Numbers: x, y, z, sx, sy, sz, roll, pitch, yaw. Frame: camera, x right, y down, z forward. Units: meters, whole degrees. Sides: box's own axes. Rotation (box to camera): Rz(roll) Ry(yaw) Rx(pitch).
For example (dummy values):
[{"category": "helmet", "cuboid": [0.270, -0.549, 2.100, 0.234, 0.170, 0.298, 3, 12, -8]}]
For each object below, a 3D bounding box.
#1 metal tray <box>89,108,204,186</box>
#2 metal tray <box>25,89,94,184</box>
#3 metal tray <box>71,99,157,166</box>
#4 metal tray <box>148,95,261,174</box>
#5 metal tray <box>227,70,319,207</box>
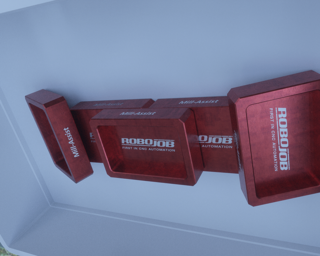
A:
[{"category": "metal tray", "cuboid": [-0.017, 0.022, 0.387, 0.130, 0.030, 0.089, 1, 118, 28]}, {"category": "metal tray", "cuboid": [-0.152, 0.011, 0.467, 0.090, 0.030, 0.129, 19, 131, 49]}, {"category": "metal tray", "cuboid": [-0.061, 0.007, 0.441, 0.130, 0.030, 0.089, 0, 119, 28]}, {"category": "metal tray", "cuboid": [0.055, 0.009, 0.381, 0.130, 0.030, 0.089, 0, 119, 28]}, {"category": "metal tray", "cuboid": [0.126, 0.014, 0.321, 0.090, 0.030, 0.129, -13, 115, 3]}]
